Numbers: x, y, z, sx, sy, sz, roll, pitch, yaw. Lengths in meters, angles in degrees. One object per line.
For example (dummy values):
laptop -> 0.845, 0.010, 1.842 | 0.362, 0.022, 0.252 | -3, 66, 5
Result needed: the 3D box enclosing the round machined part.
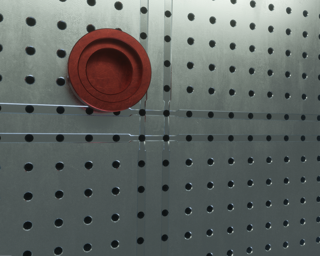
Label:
round machined part -> -0.064, -0.068, 0.381 | 0.099, 0.042, 0.097 | 0, 90, -21
